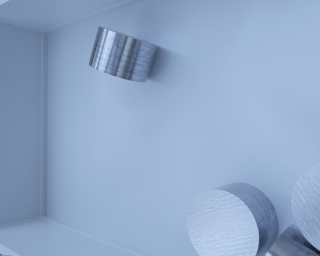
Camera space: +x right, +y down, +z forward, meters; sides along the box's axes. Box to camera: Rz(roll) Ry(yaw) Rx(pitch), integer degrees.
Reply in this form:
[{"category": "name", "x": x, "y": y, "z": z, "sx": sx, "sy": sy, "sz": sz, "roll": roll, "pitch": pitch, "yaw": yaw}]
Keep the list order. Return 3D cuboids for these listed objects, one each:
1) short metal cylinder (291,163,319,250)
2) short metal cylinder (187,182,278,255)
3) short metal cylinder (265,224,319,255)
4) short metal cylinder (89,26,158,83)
[{"category": "short metal cylinder", "x": 0.159, "y": 0.064, "z": 0.259, "sx": 0.080, "sy": 0.050, "sz": 0.080, "roll": 0, "pitch": 90, "yaw": 40}, {"category": "short metal cylinder", "x": 0.076, "y": 0.101, "z": 0.328, "sx": 0.080, "sy": 0.050, "sz": 0.080, "roll": 0, "pitch": 90, "yaw": 40}, {"category": "short metal cylinder", "x": 0.119, "y": 0.134, "z": 0.273, "sx": 0.050, "sy": 0.081, "sz": 0.079, "roll": 33, "pitch": 111, "yaw": 35}, {"category": "short metal cylinder", "x": -0.048, "y": -0.097, "z": 0.411, "sx": 0.080, "sy": 0.081, "sz": 0.050, "roll": 30, "pitch": 109, "yaw": 36}]
